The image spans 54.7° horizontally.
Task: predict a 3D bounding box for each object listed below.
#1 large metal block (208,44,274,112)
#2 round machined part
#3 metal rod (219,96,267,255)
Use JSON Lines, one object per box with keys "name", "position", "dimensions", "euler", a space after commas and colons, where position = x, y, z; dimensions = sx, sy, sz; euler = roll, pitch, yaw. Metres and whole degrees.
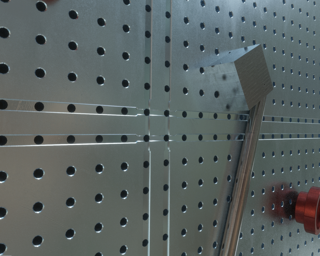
{"name": "large metal block", "position": [0.133, -0.081, 0.504], "dimensions": [0.081, 0.050, 0.080], "euler": [-36, 112, -34]}
{"name": "round machined part", "position": [0.318, 0.172, 0.656], "dimensions": [0.099, 0.042, 0.097], "euler": [-9, 101, -51]}
{"name": "metal rod", "position": [0.145, 0.074, 0.530], "dimensions": [0.025, 0.025, 0.299], "euler": [25, 74, -38]}
